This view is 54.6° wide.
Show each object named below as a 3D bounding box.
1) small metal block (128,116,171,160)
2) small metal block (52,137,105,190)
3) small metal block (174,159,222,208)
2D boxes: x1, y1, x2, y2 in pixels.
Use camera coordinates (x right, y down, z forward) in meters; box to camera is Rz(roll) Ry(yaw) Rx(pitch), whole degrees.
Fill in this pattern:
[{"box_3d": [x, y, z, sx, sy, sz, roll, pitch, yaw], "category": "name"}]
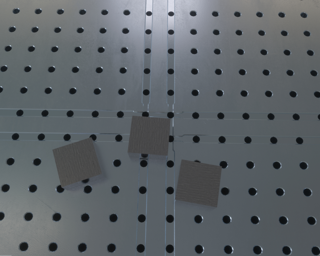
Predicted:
[{"box_3d": [-0.013, 0.013, 0.407, 0.050, 0.025, 0.050, 5, 70, 2], "category": "small metal block"}, {"box_3d": [-0.103, 0.046, 0.395, 0.050, 0.025, 0.050, -18, 71, -7], "category": "small metal block"}, {"box_3d": [0.047, 0.070, 0.386, 0.050, 0.025, 0.050, 10, 70, 3], "category": "small metal block"}]
